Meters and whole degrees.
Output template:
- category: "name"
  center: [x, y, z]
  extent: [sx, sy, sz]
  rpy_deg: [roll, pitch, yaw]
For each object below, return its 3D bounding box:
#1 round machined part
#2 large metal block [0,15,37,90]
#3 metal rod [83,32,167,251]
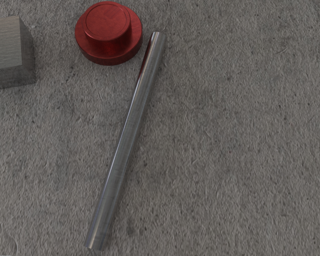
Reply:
- category: "round machined part"
  center: [-0.075, -0.144, 0.451]
  extent: [0.099, 0.042, 0.098]
  rpy_deg: [0, 70, 0]
- category: "large metal block"
  center: [-0.224, -0.102, 0.430]
  extent: [0.081, 0.050, 0.080]
  rpy_deg: [-11, 70, -4]
- category: "metal rod"
  center: [-0.039, 0.003, 0.406]
  extent: [0.025, 0.025, 0.299]
  rpy_deg: [14, 70, 5]
